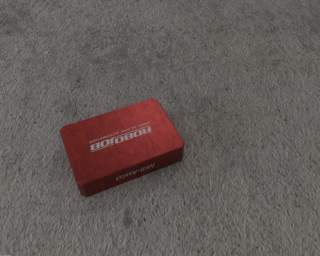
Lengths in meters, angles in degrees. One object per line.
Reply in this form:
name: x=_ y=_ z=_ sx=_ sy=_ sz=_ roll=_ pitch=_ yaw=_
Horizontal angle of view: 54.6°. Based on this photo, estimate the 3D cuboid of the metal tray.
metal tray: x=-0.047 y=0.019 z=0.384 sx=0.131 sy=0.030 sz=0.090 roll=-19 pitch=53 yaw=-16
